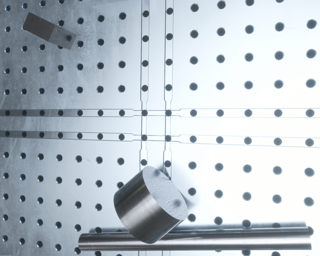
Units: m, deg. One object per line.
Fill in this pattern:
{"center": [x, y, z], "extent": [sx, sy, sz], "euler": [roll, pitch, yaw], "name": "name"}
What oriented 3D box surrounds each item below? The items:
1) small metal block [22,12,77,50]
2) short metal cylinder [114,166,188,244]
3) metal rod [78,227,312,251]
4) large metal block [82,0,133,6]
{"center": [-0.161, -0.141, 0.454], "extent": [0.050, 0.050, 0.025], "euler": [29, 100, 17], "name": "small metal block"}
{"center": [-0.011, 0.095, 0.386], "extent": [0.050, 0.080, 0.080], "euler": [-42, 77, 15], "name": "short metal cylinder"}
{"center": [0.029, 0.146, 0.401], "extent": [0.301, 0.025, 0.025], "euler": [-8, 87, 19], "name": "metal rod"}
{"center": [-0.073, -0.221, 0.424], "extent": [0.080, 0.050, 0.079], "euler": [1, 90, 19], "name": "large metal block"}
